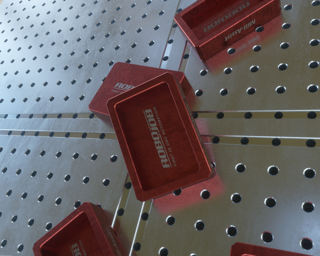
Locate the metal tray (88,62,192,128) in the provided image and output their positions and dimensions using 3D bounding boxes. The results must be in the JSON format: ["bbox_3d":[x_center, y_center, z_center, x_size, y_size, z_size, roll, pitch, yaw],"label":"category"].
[{"bbox_3d":[-0.031,-0.045,0.447,0.130,0.030,0.090,16,70,34],"label":"metal tray"}]

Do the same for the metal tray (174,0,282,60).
[{"bbox_3d":[0.096,-0.167,0.456,0.130,0.030,0.090,-31,52,7],"label":"metal tray"}]

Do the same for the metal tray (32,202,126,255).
[{"bbox_3d":[-0.085,0.161,0.348,0.090,0.030,0.130,-40,51,1],"label":"metal tray"}]

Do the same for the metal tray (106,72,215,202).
[{"bbox_3d":[-0.001,0.011,0.367,0.090,0.030,0.129,-23,76,13],"label":"metal tray"}]

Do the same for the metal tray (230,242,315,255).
[{"bbox_3d":[0.119,0.151,0.249,0.130,0.030,0.090,1,62,28],"label":"metal tray"}]
